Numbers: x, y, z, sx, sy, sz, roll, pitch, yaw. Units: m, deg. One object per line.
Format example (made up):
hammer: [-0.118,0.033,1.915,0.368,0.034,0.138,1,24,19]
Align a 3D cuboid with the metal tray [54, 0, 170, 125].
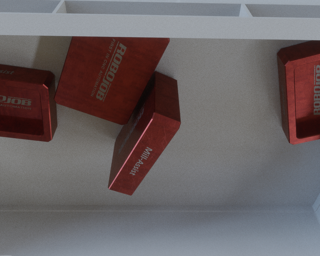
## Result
metal tray: [-0.057,-0.070,0.346,0.091,0.030,0.129,19,127,-16]

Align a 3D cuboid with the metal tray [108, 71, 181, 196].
metal tray: [-0.021,0.008,0.372,0.030,0.090,0.129,21,127,-17]

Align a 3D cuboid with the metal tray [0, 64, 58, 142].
metal tray: [-0.196,-0.032,0.375,0.131,0.030,0.089,7,130,-7]

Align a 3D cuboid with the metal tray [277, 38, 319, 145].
metal tray: [0.195,-0.043,0.372,0.090,0.030,0.129,-14,129,11]

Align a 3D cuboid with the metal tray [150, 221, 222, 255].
metal tray: [0.048,0.219,0.596,0.131,0.030,0.089,-2,130,1]
